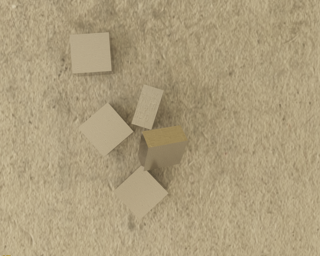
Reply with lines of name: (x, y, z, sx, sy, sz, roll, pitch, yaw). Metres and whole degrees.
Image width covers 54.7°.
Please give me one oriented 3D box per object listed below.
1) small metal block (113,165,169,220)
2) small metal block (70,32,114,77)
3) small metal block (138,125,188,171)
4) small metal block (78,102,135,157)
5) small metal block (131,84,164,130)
small metal block: (-0.025, 0.083, 0.410, 0.050, 0.025, 0.050, -43, 91, 0)
small metal block: (-0.089, -0.096, 0.409, 0.050, 0.025, 0.050, -4, 90, -1)
small metal block: (0.002, 0.026, 0.389, 0.050, 0.050, 0.025, -9, 52, -19)
small metal block: (-0.070, 0.002, 0.409, 0.050, 0.025, 0.050, -41, 91, 0)
small metal block: (-0.015, -0.025, 0.397, 0.025, 0.050, 0.050, 18, 90, 0)
